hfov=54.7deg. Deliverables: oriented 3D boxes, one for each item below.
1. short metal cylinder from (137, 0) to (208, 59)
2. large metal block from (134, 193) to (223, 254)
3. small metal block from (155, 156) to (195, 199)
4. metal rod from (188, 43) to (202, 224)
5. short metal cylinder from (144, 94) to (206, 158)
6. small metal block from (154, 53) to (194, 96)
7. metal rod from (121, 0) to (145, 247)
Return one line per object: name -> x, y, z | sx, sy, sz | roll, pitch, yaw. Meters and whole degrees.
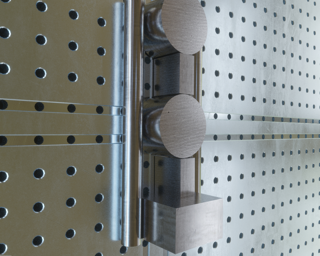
short metal cylinder -> 0.016, -0.132, 0.405 | 0.081, 0.050, 0.080 | 0, 90, -40
large metal block -> 0.022, 0.112, 0.392 | 0.081, 0.080, 0.050 | 1, 90, -40
small metal block -> 0.019, 0.063, 0.407 | 0.025, 0.050, 0.050 | 0, 90, -40
metal rod -> 0.048, -0.008, 0.448 | 0.025, 0.025, 0.298 | 1, 89, -40
short metal cylinder -> 0.014, -0.002, 0.404 | 0.081, 0.050, 0.080 | 0, 90, -40
small metal block -> 0.018, -0.067, 0.406 | 0.025, 0.050, 0.050 | 1, 90, -40
metal rod -> -0.033, -0.009, 0.380 | 0.025, 0.025, 0.298 | 1, 89, -40
